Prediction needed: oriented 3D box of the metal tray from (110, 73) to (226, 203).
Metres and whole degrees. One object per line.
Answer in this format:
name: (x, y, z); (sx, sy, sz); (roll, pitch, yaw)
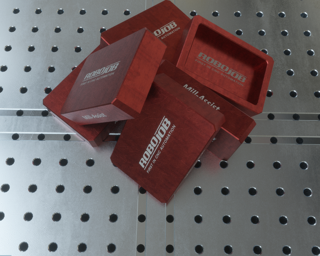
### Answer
metal tray: (0.003, 0.015, 0.355); (0.090, 0.129, 0.030); (37, 35, 12)

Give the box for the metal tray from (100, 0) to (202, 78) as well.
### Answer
metal tray: (-0.006, -0.118, 0.433); (0.131, 0.030, 0.090); (-38, 77, -27)

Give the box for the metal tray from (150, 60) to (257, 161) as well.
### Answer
metal tray: (0.045, -0.018, 0.383); (0.130, 0.090, 0.030); (37, 74, 12)

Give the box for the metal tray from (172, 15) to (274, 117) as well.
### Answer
metal tray: (0.084, -0.079, 0.413); (0.131, 0.030, 0.090); (24, 71, -15)

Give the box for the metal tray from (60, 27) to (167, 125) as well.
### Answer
metal tray: (-0.057, -0.052, 0.350); (0.030, 0.130, 0.090); (34, 67, -33)

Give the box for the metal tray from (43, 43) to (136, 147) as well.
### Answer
metal tray: (-0.081, -0.050, 0.427); (0.090, 0.030, 0.130); (37, 74, 11)
